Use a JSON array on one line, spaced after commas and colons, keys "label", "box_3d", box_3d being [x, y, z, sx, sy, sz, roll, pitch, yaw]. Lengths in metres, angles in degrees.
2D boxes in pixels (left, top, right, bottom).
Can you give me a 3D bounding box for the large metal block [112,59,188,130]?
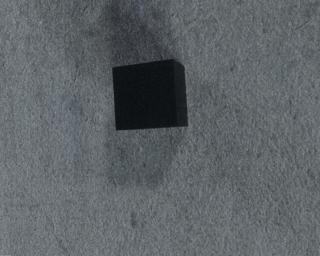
[{"label": "large metal block", "box_3d": [-0.011, -0.039, 0.399, 0.080, 0.050, 0.079, -4, 89, 19]}]
